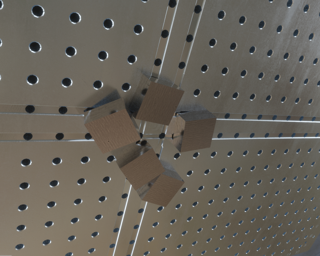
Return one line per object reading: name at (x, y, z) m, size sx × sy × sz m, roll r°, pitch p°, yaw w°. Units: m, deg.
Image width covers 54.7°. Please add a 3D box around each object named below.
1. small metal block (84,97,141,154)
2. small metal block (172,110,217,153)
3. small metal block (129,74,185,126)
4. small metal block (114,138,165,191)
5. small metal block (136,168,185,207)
small metal block at (-0.057, -0.002, 0.373) m, size 0.050 × 0.025 × 0.050 m, roll -21°, pitch 128°, yaw 2°
small metal block at (0.049, 0.004, 0.442) m, size 0.050 × 0.025 × 0.050 m, roll -7°, pitch 122°, yaw -25°
small metal block at (-0.005, -0.034, 0.389) m, size 0.050 × 0.025 × 0.050 m, roll 12°, pitch 112°, yaw -34°
small metal block at (-0.027, 0.051, 0.429) m, size 0.050 × 0.025 × 0.050 m, roll -33°, pitch 129°, yaw -8°
small metal block at (0.000, 0.087, 0.467) m, size 0.050 × 0.025 × 0.050 m, roll 27°, pitch 104°, yaw -38°
